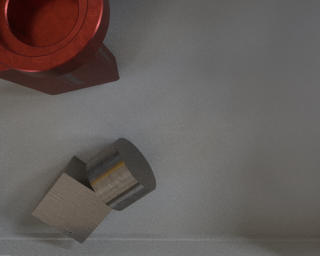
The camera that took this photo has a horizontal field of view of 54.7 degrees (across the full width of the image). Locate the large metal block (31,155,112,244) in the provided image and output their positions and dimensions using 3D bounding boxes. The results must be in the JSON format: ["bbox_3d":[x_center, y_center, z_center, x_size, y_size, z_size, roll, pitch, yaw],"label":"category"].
[{"bbox_3d":[-0.115,0.100,0.433,0.080,0.050,0.080,37,106,-13],"label":"large metal block"}]

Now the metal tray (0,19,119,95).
[{"bbox_3d":[-0.102,-0.068,0.328,0.090,0.130,0.030,-12,87,4],"label":"metal tray"}]

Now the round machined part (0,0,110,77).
[{"bbox_3d":[-0.087,-0.088,0.242,0.099,0.042,0.097,0,87,5],"label":"round machined part"}]

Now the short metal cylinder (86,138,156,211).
[{"bbox_3d":[-0.049,0.059,0.403,0.050,0.080,0.080,-35,107,12],"label":"short metal cylinder"}]
